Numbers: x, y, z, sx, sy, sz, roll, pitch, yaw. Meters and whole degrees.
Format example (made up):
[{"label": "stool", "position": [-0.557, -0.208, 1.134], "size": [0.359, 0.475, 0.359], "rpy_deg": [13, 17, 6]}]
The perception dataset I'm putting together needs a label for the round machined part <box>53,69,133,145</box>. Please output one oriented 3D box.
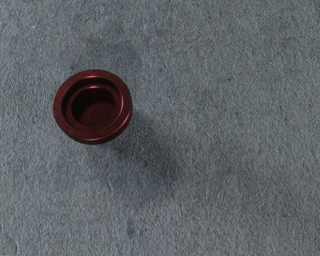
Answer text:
[{"label": "round machined part", "position": [-0.085, -0.024, 0.408], "size": [0.099, 0.042, 0.098], "rpy_deg": [0, 70, 0]}]
